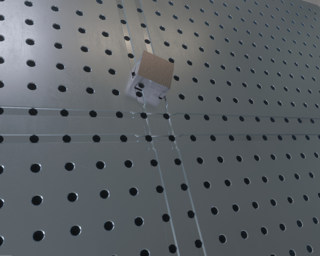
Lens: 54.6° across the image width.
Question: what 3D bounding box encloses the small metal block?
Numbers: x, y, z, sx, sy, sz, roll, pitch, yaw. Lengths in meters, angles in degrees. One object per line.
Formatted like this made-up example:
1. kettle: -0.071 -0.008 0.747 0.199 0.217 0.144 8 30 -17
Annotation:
1. small metal block: -0.010 -0.078 0.450 0.050 0.025 0.050 21 54 -16
